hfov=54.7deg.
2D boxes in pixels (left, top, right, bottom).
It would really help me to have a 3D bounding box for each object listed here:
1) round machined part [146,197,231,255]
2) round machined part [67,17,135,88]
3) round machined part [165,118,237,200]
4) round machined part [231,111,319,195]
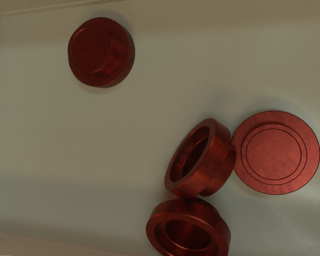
[{"bbox_3d":[0.036,0.120,0.373,0.098,0.042,0.097,11,127,15],"label":"round machined part"},{"bbox_3d":[-0.088,-0.107,0.433,0.098,0.042,0.097,0,90,20],"label":"round machined part"},{"bbox_3d":[0.050,0.040,0.360,0.042,0.098,0.098,34,102,-12],"label":"round machined part"},{"bbox_3d":[0.130,0.029,0.356,0.098,0.042,0.097,0,90,20],"label":"round machined part"}]
